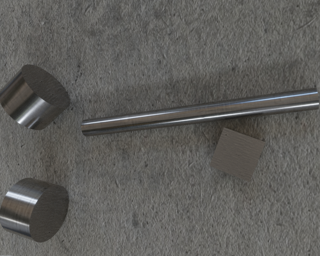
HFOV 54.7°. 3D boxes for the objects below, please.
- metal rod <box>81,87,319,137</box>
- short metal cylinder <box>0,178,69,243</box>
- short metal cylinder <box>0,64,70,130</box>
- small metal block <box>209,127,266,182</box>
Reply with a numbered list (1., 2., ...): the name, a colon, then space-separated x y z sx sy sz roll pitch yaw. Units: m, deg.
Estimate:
1. metal rod: 0.035 -0.016 0.396 0.301 0.025 0.025 -7 88 19
2. short metal cylinder: -0.176 0.116 0.442 0.050 0.080 0.079 10 93 20
3. short metal cylinder: -0.177 -0.044 0.442 0.050 0.080 0.080 -40 78 16
4. small metal block: 0.094 0.031 0.376 0.050 0.025 0.050 21 97 18
